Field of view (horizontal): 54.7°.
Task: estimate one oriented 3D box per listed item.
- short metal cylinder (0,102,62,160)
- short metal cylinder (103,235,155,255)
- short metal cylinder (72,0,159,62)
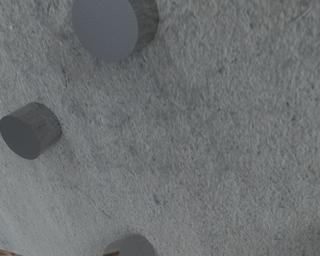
[{"bbox_3d":[-0.208,0.004,0.500,0.080,0.050,0.079,13,124,20],"label":"short metal cylinder"},{"bbox_3d":[-0.054,0.233,0.542,0.050,0.080,0.080,-32,101,38],"label":"short metal cylinder"},{"bbox_3d":[-0.048,-0.119,0.341,0.080,0.050,0.079,13,124,20],"label":"short metal cylinder"}]
